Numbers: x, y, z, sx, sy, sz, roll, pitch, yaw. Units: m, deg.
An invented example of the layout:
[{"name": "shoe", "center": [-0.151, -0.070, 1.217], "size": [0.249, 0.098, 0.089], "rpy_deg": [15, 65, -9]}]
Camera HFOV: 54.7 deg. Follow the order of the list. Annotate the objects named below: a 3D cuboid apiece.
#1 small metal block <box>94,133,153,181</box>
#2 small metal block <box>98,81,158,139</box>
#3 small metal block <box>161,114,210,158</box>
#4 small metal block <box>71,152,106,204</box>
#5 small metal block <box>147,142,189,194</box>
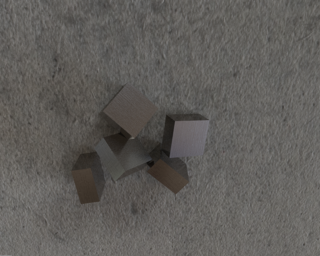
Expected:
[{"name": "small metal block", "center": [-0.046, 0.033, 0.396], "size": [0.050, 0.050, 0.025], "rpy_deg": [55, 128, 15]}, {"name": "small metal block", "center": [-0.039, -0.021, 0.389], "size": [0.050, 0.025, 0.050], "rpy_deg": [42, 70, -14]}, {"name": "small metal block", "center": [0.033, 0.009, 0.404], "size": [0.050, 0.025, 0.050], "rpy_deg": [-2, 112, -26]}, {"name": "small metal block", "center": [-0.095, 0.066, 0.420], "size": [0.025, 0.050, 0.050], "rpy_deg": [-9, 110, 3]}, {"name": "small metal block", "center": [0.010, 0.053, 0.416], "size": [0.050, 0.050, 0.025], "rpy_deg": [40, 106, -14]}]
